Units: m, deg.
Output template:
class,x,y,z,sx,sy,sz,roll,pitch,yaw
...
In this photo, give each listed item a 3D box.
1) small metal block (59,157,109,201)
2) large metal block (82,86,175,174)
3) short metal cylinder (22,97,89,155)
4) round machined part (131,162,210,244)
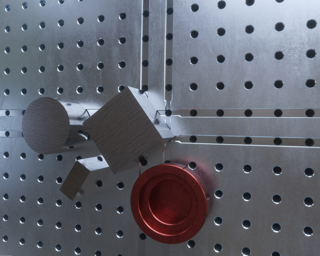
class,x,y,z,sx,sy,sz,roll,pitch,yaw
small metal block,-0.105,0.070,0.435,0.025,0.050,0.050,35,101,16
large metal block,-0.041,0.003,0.413,0.080,0.050,0.080,-37,79,16
short metal cylinder,-0.150,-0.003,0.451,0.080,0.050,0.079,0,90,19
round machined part,0.016,0.093,0.397,0.098,0.042,0.097,0,90,19
